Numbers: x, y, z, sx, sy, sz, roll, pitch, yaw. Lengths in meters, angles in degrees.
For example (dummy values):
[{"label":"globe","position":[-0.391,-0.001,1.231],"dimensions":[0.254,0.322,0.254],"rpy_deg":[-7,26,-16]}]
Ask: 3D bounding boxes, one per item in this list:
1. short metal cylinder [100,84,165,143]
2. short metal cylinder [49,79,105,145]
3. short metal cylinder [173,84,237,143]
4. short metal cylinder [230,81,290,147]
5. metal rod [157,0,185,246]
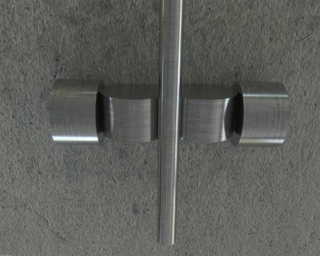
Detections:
[{"label":"short metal cylinder","position":[-0.030,-0.021,0.374],"dimensions":[0.081,0.080,0.050],"rpy_deg":[1,110,-1]},{"label":"short metal cylinder","position":[-0.095,-0.019,0.374],"dimensions":[0.050,0.080,0.079],"rpy_deg":[1,110,-1]},{"label":"short metal cylinder","position":[0.050,-0.020,0.374],"dimensions":[0.081,0.080,0.050],"rpy_deg":[1,110,-1]},{"label":"short metal cylinder","position":[0.116,-0.017,0.377],"dimensions":[0.050,0.080,0.079],"rpy_deg":[1,110,-1]},{"label":"metal rod","position":[0.010,0.003,0.347],"dimensions":[0.025,0.025,0.298],"rpy_deg":[1,110,-1]}]
